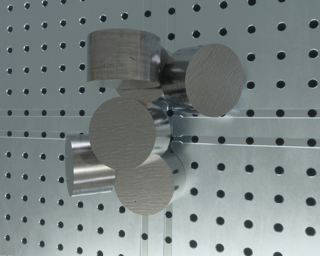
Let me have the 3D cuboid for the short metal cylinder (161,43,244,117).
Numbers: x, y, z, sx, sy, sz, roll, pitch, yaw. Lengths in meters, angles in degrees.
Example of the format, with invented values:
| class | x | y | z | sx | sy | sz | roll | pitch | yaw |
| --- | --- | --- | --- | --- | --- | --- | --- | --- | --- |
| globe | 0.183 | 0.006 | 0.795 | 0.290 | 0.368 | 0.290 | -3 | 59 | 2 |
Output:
| class | x | y | z | sx | sy | sz | roll | pitch | yaw |
| --- | --- | --- | --- | --- | --- | --- | --- | --- | --- |
| short metal cylinder | 0.049 | -0.055 | 0.359 | 0.050 | 0.081 | 0.079 | 16 | 97 | 60 |

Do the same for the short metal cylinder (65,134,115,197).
| class | x | y | z | sx | sy | sz | roll | pitch | yaw |
| --- | --- | --- | --- | --- | --- | --- | --- | --- | --- |
| short metal cylinder | -0.095 | 0.048 | 0.411 | 0.050 | 0.080 | 0.080 | -2 | 89 | -24 |

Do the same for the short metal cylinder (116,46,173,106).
| class | x | y | z | sx | sy | sz | roll | pitch | yaw |
| --- | --- | --- | --- | --- | --- | --- | --- | --- | --- |
| short metal cylinder | -0.015 | -0.069 | 0.404 | 0.080 | 0.050 | 0.079 | 0 | 91 | 20 |

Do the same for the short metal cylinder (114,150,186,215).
| class | x | y | z | sx | sy | sz | roll | pitch | yaw |
| --- | --- | --- | --- | --- | --- | --- | --- | --- | --- |
| short metal cylinder | -0.012 | 0.067 | 0.403 | 0.080 | 0.050 | 0.079 | 0 | 91 | 19 |

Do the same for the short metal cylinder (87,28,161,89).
| class | x | y | z | sx | sy | sz | roll | pitch | yaw |
| --- | --- | --- | --- | --- | --- | --- | --- | --- | --- |
| short metal cylinder | -0.040 | -0.073 | 0.343 | 0.080 | 0.080 | 0.050 | 1 | 90 | 20 |

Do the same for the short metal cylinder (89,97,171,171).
| class | x | y | z | sx | sy | sz | roll | pitch | yaw |
| --- | --- | --- | --- | --- | --- | --- | --- | --- | --- |
| short metal cylinder | -0.033 | 0.006 | 0.357 | 0.080 | 0.050 | 0.079 | 0 | 90 | 20 |
